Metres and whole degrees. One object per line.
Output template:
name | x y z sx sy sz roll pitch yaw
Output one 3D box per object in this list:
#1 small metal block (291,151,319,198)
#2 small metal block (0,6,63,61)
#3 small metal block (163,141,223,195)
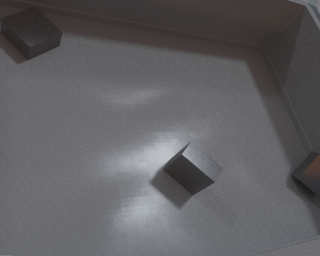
small metal block | 0.243 0.072 0.478 0.050 0.025 0.050 39 95 -2
small metal block | -0.162 -0.120 0.392 0.050 0.025 0.050 45 51 3
small metal block | 0.040 0.051 0.382 0.050 0.050 0.025 40 51 -1
